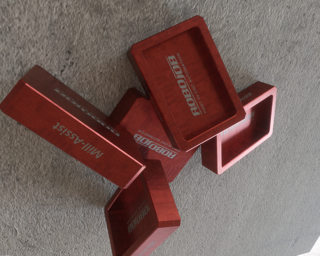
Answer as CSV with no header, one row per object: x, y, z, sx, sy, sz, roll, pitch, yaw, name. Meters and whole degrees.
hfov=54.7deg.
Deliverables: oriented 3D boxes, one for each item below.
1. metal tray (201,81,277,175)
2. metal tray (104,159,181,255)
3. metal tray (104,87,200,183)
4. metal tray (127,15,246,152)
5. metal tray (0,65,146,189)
0.115,-0.002,0.448,0.131,0.030,0.089,-30,130,-28,metal tray
-0.029,0.111,0.395,0.030,0.090,0.129,6,136,-31,metal tray
-0.010,0.015,0.410,0.131,0.030,0.090,28,103,-38,metal tray
0.031,-0.049,0.355,0.090,0.030,0.129,-28,99,-11,metal tray
-0.079,-0.003,0.302,0.130,0.090,0.030,38,97,-23,metal tray
